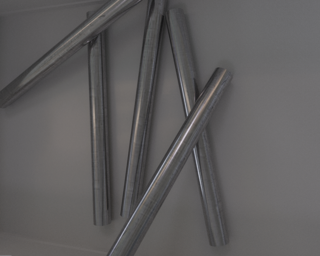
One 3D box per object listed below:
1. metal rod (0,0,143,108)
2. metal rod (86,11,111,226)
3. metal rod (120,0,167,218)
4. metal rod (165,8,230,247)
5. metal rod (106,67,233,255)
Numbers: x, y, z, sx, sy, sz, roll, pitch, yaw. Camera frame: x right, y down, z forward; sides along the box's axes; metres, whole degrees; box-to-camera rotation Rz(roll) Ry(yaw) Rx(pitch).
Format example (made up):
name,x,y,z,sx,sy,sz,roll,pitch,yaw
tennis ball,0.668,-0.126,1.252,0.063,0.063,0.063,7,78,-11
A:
name,x,y,z,sx,sy,sz,roll,pitch,yaw
metal rod,-0.139,-0.107,0.438,0.300,0.025,0.025,-28,81,25
metal rod,-0.087,-0.014,0.441,0.025,0.025,0.298,-2,89,20
metal rod,-0.022,-0.028,0.418,0.025,0.025,0.298,9,93,20
metal rod,0.046,-0.004,0.394,0.025,0.025,0.298,-12,86,19
metal rod,0.004,0.057,0.346,0.025,0.025,0.300,26,74,18
